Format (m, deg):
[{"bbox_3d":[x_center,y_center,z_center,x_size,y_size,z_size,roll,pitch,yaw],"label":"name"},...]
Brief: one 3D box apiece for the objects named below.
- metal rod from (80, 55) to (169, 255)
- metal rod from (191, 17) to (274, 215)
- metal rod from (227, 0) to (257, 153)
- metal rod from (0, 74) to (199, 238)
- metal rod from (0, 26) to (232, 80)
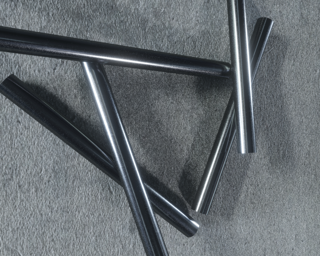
[{"bbox_3d":[-0.036,0.054,0.369,0.025,0.025,0.299,-18,86,-19],"label":"metal rod"},{"bbox_3d":[0.107,-0.022,0.450,0.025,0.025,0.299,23,82,-19],"label":"metal rod"},{"bbox_3d":[0.111,-0.114,0.434,0.025,0.025,0.298,0,84,-20],"label":"metal rod"},{"bbox_3d":[-0.064,0.044,0.386,0.300,0.025,0.025,41,77,-16],"label":"metal rod"},{"bbox_3d":[-0.038,-0.086,0.374,0.303,0.025,0.025,2,90,-28],"label":"metal rod"}]
